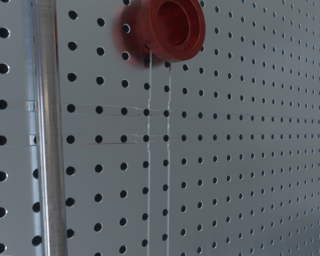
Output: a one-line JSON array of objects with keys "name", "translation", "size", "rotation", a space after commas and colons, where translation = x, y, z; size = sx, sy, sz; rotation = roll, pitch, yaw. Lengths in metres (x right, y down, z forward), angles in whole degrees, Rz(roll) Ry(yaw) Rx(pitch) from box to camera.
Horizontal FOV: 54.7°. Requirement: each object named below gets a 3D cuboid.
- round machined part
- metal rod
[{"name": "round machined part", "translation": [0.012, -0.135, 0.408], "size": [0.099, 0.042, 0.097], "rotation": [0, 90, -40]}, {"name": "metal rod", "translation": [-0.113, -0.008, 0.314], "size": [0.025, 0.025, 0.298], "rotation": [-4, 92, -40]}]
